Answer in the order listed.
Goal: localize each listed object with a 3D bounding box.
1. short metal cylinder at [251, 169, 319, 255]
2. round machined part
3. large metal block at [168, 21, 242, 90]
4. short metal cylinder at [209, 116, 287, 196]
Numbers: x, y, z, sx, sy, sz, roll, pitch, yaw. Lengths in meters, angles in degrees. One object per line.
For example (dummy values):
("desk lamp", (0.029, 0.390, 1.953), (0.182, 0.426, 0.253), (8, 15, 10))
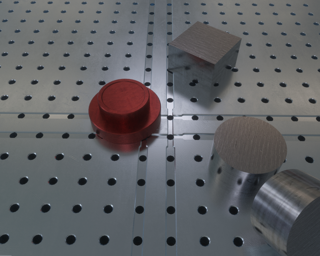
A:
("short metal cylinder", (0.135, 0.085, 0.292), (0.081, 0.080, 0.050), (-18, 20, -15))
("round machined part", (-0.048, -0.030, 0.421), (0.099, 0.042, 0.098), (0, 50, 0))
("large metal block", (0.069, -0.116, 0.489), (0.080, 0.050, 0.080), (30, 56, 23))
("short metal cylinder", (0.100, 0.033, 0.364), (0.080, 0.050, 0.080), (0, 50, 0))
